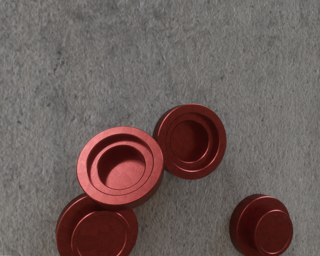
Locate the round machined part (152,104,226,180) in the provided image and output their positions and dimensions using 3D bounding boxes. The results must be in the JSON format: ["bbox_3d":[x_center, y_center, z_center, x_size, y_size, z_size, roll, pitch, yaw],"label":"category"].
[{"bbox_3d":[0.035,0.017,0.414,0.099,0.042,0.097,0,90,-21],"label":"round machined part"}]

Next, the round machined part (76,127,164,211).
[{"bbox_3d":[-0.044,0.050,0.367,0.099,0.042,0.098,-1,59,3],"label":"round machined part"}]

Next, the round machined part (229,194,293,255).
[{"bbox_3d":[0.156,0.151,0.460,0.099,0.042,0.097,0,90,-21],"label":"round machined part"}]

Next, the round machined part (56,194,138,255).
[{"bbox_3d":[-0.073,0.128,0.374,0.099,0.042,0.097,0,90,-21],"label":"round machined part"}]
